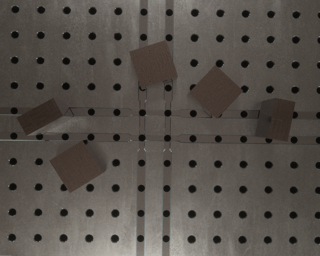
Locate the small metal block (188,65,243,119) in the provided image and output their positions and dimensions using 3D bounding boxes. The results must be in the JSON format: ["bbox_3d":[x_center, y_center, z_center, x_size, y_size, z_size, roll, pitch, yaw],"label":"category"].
[{"bbox_3d":[0.073,-0.047,0.414,0.050,0.025,0.050,43,90,-1],"label":"small metal block"}]

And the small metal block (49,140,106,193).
[{"bbox_3d":[-0.108,0.050,0.412,0.050,0.025,0.050,-32,90,-1],"label":"small metal block"}]

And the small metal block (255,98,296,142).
[{"bbox_3d":[0.148,-0.010,0.403,0.025,0.050,0.050,11,90,0],"label":"small metal block"}]

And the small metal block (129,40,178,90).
[{"bbox_3d":[-0.008,-0.083,0.413,0.050,0.025,0.050,-18,90,-1],"label":"small metal block"}]

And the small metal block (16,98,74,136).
[{"bbox_3d":[-0.145,-0.014,0.399,0.050,0.050,0.025,-29,90,0],"label":"small metal block"}]
